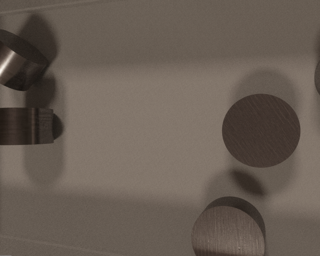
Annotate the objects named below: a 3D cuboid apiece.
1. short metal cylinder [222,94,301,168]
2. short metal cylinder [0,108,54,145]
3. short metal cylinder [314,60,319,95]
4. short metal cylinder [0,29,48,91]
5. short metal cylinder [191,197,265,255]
[{"bbox_3d":[0.116,0.003,0.356,0.080,0.050,0.079,0,90,19],"label":"short metal cylinder"},{"bbox_3d":[-0.197,-0.002,0.449,0.080,0.080,0.050,-1,90,19],"label":"short metal cylinder"},{"bbox_3d":[0.209,-0.058,0.324,0.080,0.050,0.079,0,90,19],"label":"short metal cylinder"},{"bbox_3d":[-0.216,-0.099,0.455,0.080,0.080,0.050,44,104,14],"label":"short metal cylinder"},{"bbox_3d":[0.083,0.126,0.368,0.080,0.050,0.079,0,90,19],"label":"short metal cylinder"}]
